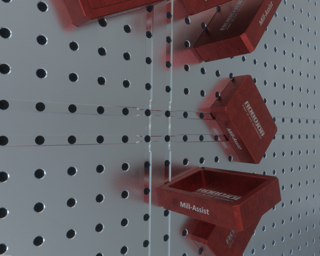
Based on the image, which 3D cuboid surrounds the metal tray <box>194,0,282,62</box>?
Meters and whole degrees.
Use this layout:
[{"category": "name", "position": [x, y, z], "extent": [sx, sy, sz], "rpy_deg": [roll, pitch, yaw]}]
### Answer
[{"category": "metal tray", "position": [0.118, -0.159, 0.463], "extent": [0.030, 0.090, 0.130], "rpy_deg": [47, 62, -30]}]

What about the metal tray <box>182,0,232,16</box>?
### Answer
[{"category": "metal tray", "position": [0.102, -0.205, 0.424], "extent": [0.090, 0.130, 0.030], "rpy_deg": [-50, 120, -28]}]

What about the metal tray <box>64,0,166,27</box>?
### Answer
[{"category": "metal tray", "position": [-0.055, -0.179, 0.358], "extent": [0.131, 0.030, 0.090], "rpy_deg": [-32, 110, -35]}]

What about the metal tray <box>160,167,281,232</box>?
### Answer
[{"category": "metal tray", "position": [0.074, 0.085, 0.402], "extent": [0.091, 0.130, 0.030], "rpy_deg": [-19, 102, -38]}]

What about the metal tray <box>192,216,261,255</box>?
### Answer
[{"category": "metal tray", "position": [0.115, 0.152, 0.501], "extent": [0.130, 0.030, 0.090], "rpy_deg": [-50, 120, -28]}]

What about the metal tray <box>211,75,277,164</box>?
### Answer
[{"category": "metal tray", "position": [0.147, -0.013, 0.528], "extent": [0.090, 0.030, 0.130], "rpy_deg": [-51, 120, -27]}]
